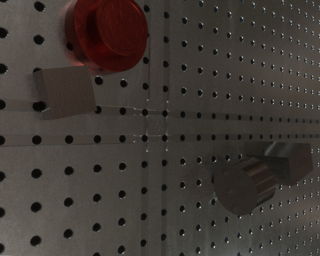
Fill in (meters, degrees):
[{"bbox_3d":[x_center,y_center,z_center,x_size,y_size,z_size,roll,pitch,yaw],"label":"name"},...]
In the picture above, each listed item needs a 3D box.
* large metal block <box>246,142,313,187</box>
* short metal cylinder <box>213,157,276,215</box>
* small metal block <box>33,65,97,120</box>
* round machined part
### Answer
[{"bbox_3d":[0.215,0.061,0.558,0.081,0.080,0.050,-19,103,-39],"label":"large metal block"},{"bbox_3d":[0.132,0.090,0.487,0.050,0.080,0.079,-13,99,-40],"label":"short metal cylinder"},{"bbox_3d":[-0.099,-0.038,0.327,0.050,0.025,0.050,-16,101,-39],"label":"small metal block"},{"bbox_3d":[-0.053,-0.114,0.355,0.099,0.042,0.097,0,90,-40],"label":"round machined part"}]
